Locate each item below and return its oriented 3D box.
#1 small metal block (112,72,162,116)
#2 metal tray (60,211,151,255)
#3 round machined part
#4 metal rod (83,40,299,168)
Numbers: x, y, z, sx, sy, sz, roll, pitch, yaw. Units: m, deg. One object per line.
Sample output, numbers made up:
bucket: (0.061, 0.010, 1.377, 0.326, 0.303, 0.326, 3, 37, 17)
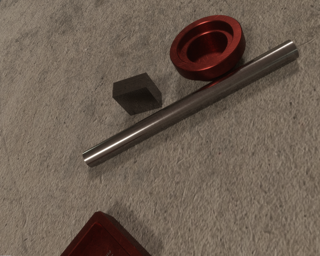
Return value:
small metal block: (-0.031, -0.046, 0.430, 0.050, 0.050, 0.025, -14, 56, 20)
metal tray: (-0.076, 0.169, 0.335, 0.090, 0.030, 0.130, 32, 79, 37)
round machined part: (0.066, -0.102, 0.418, 0.098, 0.042, 0.098, -15, 53, 20)
metal rod: (0.032, -0.027, 0.402, 0.301, 0.025, 0.025, -28, 52, 9)
